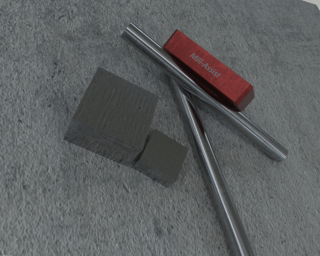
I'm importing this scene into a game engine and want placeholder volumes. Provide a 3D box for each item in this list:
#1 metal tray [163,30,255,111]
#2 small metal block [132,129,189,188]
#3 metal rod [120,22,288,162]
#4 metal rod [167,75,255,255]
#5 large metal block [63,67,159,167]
[{"bbox_3d":[0.072,-0.079,0.440,0.130,0.030,0.090,42,10,16],"label":"metal tray"},{"bbox_3d":[0.001,0.037,0.383,0.050,0.025,0.050,32,51,-8],"label":"small metal block"},{"bbox_3d":[0.072,-0.043,0.444,0.301,0.025,0.025,36,51,-15],"label":"metal rod"},{"bbox_3d":[0.060,0.034,0.417,0.025,0.025,0.299,-4,64,-31],"label":"metal rod"},{"bbox_3d":[-0.056,-0.013,0.367,0.080,0.050,0.080,25,53,-13],"label":"large metal block"}]
